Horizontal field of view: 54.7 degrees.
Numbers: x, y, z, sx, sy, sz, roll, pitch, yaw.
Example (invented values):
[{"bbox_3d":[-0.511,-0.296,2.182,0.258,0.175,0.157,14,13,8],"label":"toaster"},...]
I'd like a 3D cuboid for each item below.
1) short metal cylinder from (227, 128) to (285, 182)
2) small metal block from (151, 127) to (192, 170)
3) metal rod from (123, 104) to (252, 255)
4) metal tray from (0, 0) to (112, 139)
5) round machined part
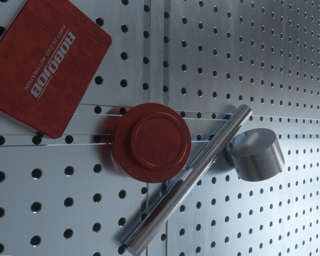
[{"bbox_3d":[0.157,0.043,0.508,0.080,0.080,0.050,-41,115,-33],"label":"short metal cylinder"},{"bbox_3d":[0.013,0.027,0.422,0.050,0.025,0.050,21,76,-38],"label":"small metal block"},{"bbox_3d":[0.056,0.060,0.458,0.301,0.025,0.025,-45,117,-31],"label":"metal rod"},{"bbox_3d":[-0.115,-0.065,0.311,0.090,0.030,0.130,36,68,-34],"label":"metal tray"},{"bbox_3d":[-0.007,0.017,0.372,0.099,0.042,0.097,2,83,-18],"label":"round machined part"}]
